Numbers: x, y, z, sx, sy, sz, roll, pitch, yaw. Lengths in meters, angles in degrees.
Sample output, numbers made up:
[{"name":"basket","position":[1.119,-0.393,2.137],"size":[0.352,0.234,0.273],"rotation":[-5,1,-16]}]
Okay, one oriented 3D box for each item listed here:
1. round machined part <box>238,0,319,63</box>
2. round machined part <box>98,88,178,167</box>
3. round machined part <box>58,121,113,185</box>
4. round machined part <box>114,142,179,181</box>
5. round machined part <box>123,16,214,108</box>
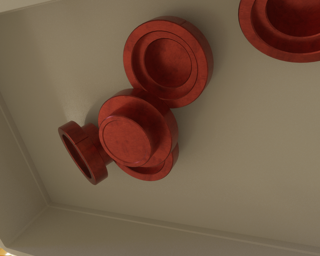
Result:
[{"name":"round machined part","position":[0.118,-0.103,0.255],"size":[0.098,0.042,0.098],"rotation":[18,152,10]},{"name":"round machined part","position":[-0.032,0.007,0.363],"size":[0.098,0.042,0.097],"rotation":[13,124,20]},{"name":"round machined part","position":[-0.103,0.031,0.451],"size":[0.098,0.042,0.097],"rotation":[42,152,29]},{"name":"round machined part","position":[-0.020,0.020,0.419],"size":[0.098,0.042,0.097],"rotation":[13,124,20]},{"name":"round machined part","position":[0.012,-0.074,0.344],"size":[0.098,0.042,0.097],"rotation":[13,124,20]}]
